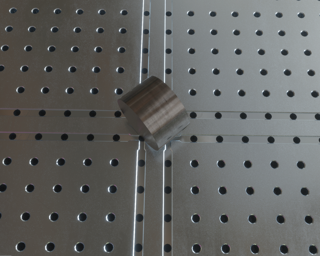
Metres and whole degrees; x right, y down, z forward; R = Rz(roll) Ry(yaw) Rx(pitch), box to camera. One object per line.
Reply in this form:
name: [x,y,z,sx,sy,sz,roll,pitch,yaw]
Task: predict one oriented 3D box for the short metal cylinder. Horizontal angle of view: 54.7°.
short metal cylinder: [-0.008,-0.018,0.388,0.050,0.080,0.080,-39,75,-13]
